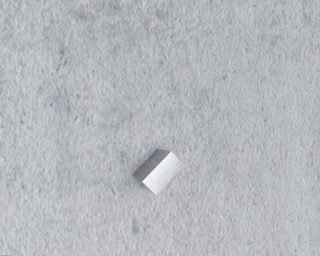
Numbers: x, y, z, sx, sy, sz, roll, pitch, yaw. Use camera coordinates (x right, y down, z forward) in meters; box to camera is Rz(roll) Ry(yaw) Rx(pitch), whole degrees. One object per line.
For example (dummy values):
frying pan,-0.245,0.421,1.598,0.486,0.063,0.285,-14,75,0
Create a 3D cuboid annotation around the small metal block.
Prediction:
small metal block,-0.004,0.054,0.394,0.050,0.050,0.025,-45,104,-14
